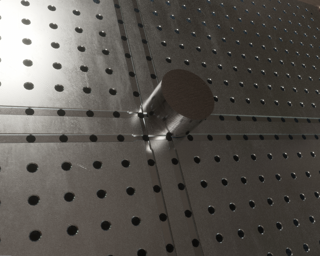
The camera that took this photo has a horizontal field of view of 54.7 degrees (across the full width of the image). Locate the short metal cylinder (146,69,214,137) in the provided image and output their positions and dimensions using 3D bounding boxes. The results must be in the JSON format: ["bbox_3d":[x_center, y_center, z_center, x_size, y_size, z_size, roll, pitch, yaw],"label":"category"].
[{"bbox_3d":[0.028,-0.034,0.430,0.081,0.050,0.080,14,56,-21],"label":"short metal cylinder"}]
